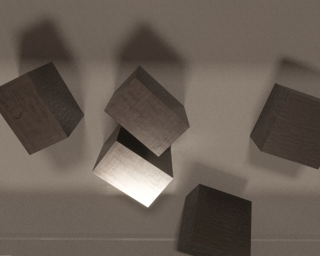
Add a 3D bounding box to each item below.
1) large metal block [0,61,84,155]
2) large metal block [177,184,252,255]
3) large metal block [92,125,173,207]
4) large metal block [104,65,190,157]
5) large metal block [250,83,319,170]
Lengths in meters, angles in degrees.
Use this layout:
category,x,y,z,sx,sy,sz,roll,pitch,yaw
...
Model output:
category,x,y,z,sx,sy,sz,roll,pitch,yaw
large metal block,-0.142,-0.027,0.370,0.050,0.080,0.080,-24,109,8
large metal block,0.076,0.134,0.425,0.080,0.080,0.050,20,142,-8
large metal block,-0.032,0.041,0.397,0.080,0.080,0.050,35,106,-12
large metal block,-0.014,-0.024,0.373,0.080,0.080,0.050,41,105,-14
large metal block,0.176,-0.003,0.399,0.080,0.050,0.079,18,109,-7
